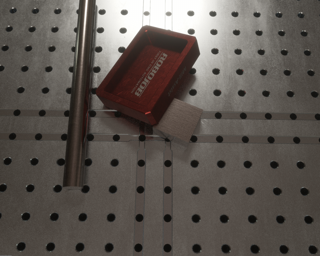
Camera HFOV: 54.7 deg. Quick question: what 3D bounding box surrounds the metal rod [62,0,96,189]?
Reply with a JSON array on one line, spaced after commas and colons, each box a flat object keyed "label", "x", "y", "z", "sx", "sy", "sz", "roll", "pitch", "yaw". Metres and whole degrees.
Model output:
[{"label": "metal rod", "x": -0.110, "y": -0.066, "z": 0.434, "sx": 0.025, "sy": 0.025, "sz": 0.299, "roll": -1, "pitch": 70, "yaw": -1}]

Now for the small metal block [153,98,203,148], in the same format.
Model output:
[{"label": "small metal block", "x": 0.024, "y": -0.008, "z": 0.415, "sx": 0.050, "sy": 0.025, "sz": 0.050, "roll": 23, "pitch": 71, "yaw": 8}]

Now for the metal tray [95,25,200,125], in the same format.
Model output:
[{"label": "metal tray", "x": -0.015, "y": -0.076, "z": 0.422, "sx": 0.090, "sy": 0.030, "sz": 0.130, "roll": 23, "pitch": 70, "yaw": 26}]
